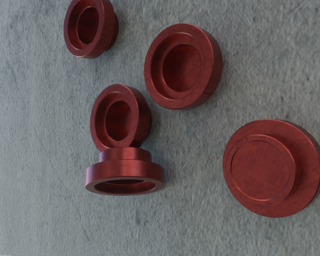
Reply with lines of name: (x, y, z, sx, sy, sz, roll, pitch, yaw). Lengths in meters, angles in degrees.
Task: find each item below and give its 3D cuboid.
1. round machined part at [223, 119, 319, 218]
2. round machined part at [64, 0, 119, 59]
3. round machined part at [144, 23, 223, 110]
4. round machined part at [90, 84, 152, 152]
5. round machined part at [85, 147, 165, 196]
round machined part: (0.105, 0.040, 0.306, 0.098, 0.042, 0.097, 0, 90, 39)
round machined part: (-0.102, -0.154, 0.475, 0.098, 0.042, 0.097, 0, 90, 39)
round machined part: (0.031, -0.070, 0.367, 0.098, 0.042, 0.097, 0, 90, 39)
round machined part: (-0.050, -0.009, 0.430, 0.098, 0.042, 0.097, -5, 82, 40)
round machined part: (-0.044, 0.055, 0.395, 0.098, 0.099, 0.042, -23, 59, 37)
